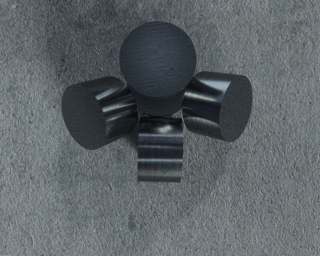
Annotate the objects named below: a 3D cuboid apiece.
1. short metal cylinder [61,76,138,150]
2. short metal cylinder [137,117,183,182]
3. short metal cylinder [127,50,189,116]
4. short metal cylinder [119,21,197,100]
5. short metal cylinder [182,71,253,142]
[{"bbox_3d":[-0.074,-0.019,0.378,0.080,0.050,0.079,17,118,35],"label":"short metal cylinder"},{"bbox_3d":[0.000,0.026,0.383,0.050,0.080,0.079,2,90,0],"label":"short metal cylinder"},{"bbox_3d":[0.000,-0.054,0.399,0.081,0.050,0.079,0,90,-1],"label":"short metal cylinder"},{"bbox_3d":[-0.002,-0.072,0.348,0.081,0.050,0.079,0,90,-1],"label":"short metal cylinder"},{"bbox_3d":[0.072,-0.027,0.379,0.050,0.080,0.080,15,90,38],"label":"short metal cylinder"}]
